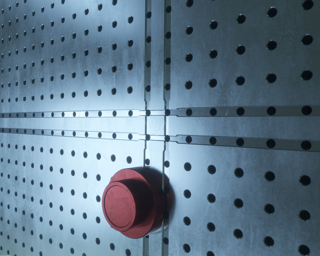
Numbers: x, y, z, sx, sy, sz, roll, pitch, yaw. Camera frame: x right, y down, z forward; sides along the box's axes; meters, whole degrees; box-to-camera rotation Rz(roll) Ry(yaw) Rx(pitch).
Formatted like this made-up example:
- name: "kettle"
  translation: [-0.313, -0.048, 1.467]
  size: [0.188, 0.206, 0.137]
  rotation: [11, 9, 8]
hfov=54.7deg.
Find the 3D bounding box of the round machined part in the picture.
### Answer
- name: "round machined part"
  translation: [-0.043, 0.105, 0.432]
  size: [0.098, 0.042, 0.097]
  rotation: [0, 90, 39]
